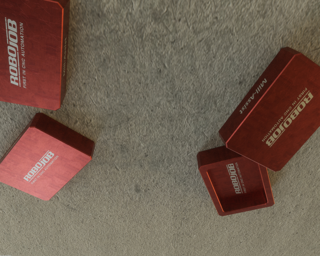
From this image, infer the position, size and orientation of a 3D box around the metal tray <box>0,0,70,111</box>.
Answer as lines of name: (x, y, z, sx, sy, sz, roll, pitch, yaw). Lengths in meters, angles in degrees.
metal tray: (-0.148, -0.084, 0.331, 0.091, 0.030, 0.129, 10, 130, -9)

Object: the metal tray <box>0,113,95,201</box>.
metal tray: (-0.166, 0.046, 0.441, 0.090, 0.030, 0.129, 33, 123, -25)

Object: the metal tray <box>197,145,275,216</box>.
metal tray: (0.118, 0.079, 0.472, 0.090, 0.030, 0.130, -16, 129, 13)

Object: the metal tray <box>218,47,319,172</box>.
metal tray: (0.144, -0.018, 0.369, 0.090, 0.030, 0.129, 26, 111, -21)
